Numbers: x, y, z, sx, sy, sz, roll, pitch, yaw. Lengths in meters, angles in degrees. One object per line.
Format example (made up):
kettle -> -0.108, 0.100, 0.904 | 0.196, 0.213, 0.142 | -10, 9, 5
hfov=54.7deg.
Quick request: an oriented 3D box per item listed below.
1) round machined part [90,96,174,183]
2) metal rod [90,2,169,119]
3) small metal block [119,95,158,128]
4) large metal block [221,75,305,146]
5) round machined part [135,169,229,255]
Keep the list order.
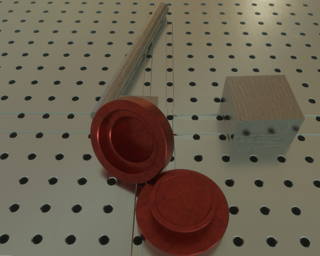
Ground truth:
round machined part -> -0.028, 0.011, 0.359 | 0.098, 0.097, 0.042 | 24, 25, 18
metal rod -> -0.038, -0.123, 0.510 | 0.025, 0.025, 0.300 | 13, 51, 11
small metal block -> -0.028, -0.015, 0.404 | 0.050, 0.050, 0.025 | 2, 50, 2
large metal block -> 0.131, -0.024, 0.413 | 0.081, 0.050, 0.080 | -2, 50, -2
round machined part -> 0.023, 0.084, 0.326 | 0.099, 0.042, 0.098 | 0, 50, 0
